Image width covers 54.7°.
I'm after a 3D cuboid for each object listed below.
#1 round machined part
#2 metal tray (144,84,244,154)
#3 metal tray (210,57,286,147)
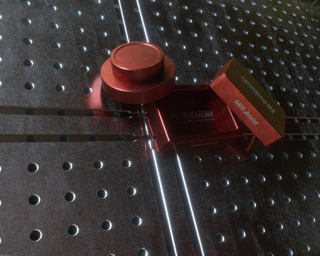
[{"bbox_3d":[-0.029,-0.078,0.404,0.099,0.042,0.098,0,45,0],"label":"round machined part"},{"bbox_3d":[0.049,-0.017,0.443,0.131,0.030,0.090,-5,64,-31],"label":"metal tray"},{"bbox_3d":[0.141,-0.043,0.485,0.130,0.030,0.090,46,35,-6],"label":"metal tray"}]
